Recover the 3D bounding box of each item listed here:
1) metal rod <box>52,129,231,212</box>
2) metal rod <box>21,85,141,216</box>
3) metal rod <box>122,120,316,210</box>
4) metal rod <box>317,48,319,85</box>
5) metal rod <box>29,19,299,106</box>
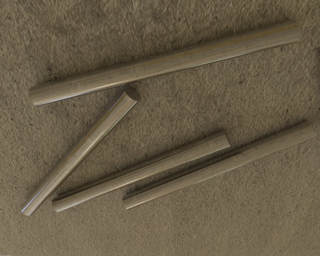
[{"bbox_3d":[-0.039,0.070,0.466,0.300,0.025,0.025,-23,126,18],"label":"metal rod"},{"bbox_3d":[-0.127,0.047,0.445,0.025,0.025,0.299,32,123,-24],"label":"metal rod"},{"bbox_3d":[0.073,0.062,0.460,0.300,0.025,0.025,-26,126,20],"label":"metal rod"},{"bbox_3d":[0.242,0.021,0.426,0.025,0.025,0.299,-18,128,14],"label":"metal rod"},{"bbox_3d":[-0.005,-0.069,0.347,0.301,0.025,0.025,-12,129,10],"label":"metal rod"}]
